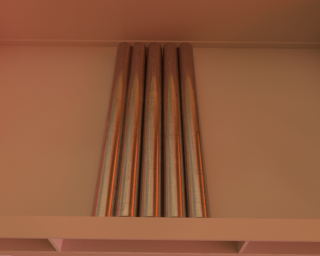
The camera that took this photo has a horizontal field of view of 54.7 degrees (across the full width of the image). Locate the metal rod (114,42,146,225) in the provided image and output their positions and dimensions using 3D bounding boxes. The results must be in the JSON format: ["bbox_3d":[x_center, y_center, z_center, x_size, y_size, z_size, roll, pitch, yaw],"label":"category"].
[{"bbox_3d":[-0.035,-0.018,0.418,0.025,0.025,0.300,0,50,0],"label":"metal rod"}]

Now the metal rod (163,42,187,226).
[{"bbox_3d":[0.016,-0.018,0.418,0.025,0.025,0.300,0,50,0],"label":"metal rod"}]

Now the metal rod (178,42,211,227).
[{"bbox_3d":[0.041,-0.017,0.418,0.025,0.025,0.300,0,50,0],"label":"metal rod"}]

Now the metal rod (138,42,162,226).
[{"bbox_3d":[-0.009,-0.018,0.418,0.025,0.025,0.300,0,50,0],"label":"metal rod"}]

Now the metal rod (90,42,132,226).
[{"bbox_3d":[-0.059,-0.018,0.418,0.025,0.025,0.300,0,50,0],"label":"metal rod"}]
